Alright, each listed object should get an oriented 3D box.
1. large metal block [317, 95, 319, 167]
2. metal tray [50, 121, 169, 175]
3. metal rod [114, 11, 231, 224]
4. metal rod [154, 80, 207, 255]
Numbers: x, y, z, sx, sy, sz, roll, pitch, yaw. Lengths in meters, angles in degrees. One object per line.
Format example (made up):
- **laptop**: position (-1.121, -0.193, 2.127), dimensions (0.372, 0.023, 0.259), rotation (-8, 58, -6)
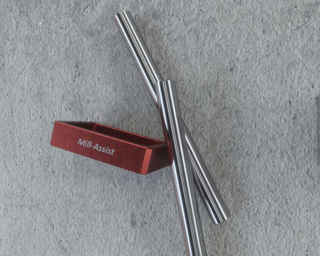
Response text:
- **large metal block**: position (0.192, 0.003, 0.312), dimensions (0.050, 0.080, 0.079), rotation (0, 90, 20)
- **metal tray**: position (-0.058, 0.021, 0.393), dimensions (0.130, 0.090, 0.030), rotation (15, 95, 19)
- **metal rod**: position (0.012, -0.020, 0.403), dimensions (0.025, 0.025, 0.299), rotation (-28, 81, 17)
- **metal rod**: position (0.033, 0.091, 0.377), dimensions (0.025, 0.025, 0.298), rotation (-9, 94, 19)
